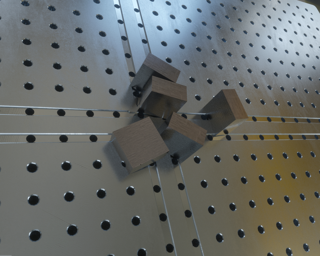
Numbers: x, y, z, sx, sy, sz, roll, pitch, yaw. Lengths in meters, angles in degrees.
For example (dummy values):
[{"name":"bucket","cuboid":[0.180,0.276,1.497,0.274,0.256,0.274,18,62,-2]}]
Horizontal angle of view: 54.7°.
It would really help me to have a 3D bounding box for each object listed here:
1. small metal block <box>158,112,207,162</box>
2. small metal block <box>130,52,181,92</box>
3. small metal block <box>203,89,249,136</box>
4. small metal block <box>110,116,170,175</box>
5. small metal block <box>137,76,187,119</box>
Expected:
[{"name":"small metal block","cuboid":[0.024,0.012,0.399,0.050,0.050,0.025,29,51,-11]},{"name":"small metal block","cuboid":[-0.007,-0.069,0.432,0.050,0.050,0.025,29,52,-10]},{"name":"small metal block","cuboid":[0.097,-0.023,0.461,0.025,0.050,0.050,-6,65,-31]},{"name":"small metal block","cuboid":[-0.025,0.021,0.377,0.050,0.025,0.050,-24,75,-24]},{"name":"small metal block","cuboid":[0.002,-0.039,0.419,0.050,0.050,0.025,14,56,-21]}]
